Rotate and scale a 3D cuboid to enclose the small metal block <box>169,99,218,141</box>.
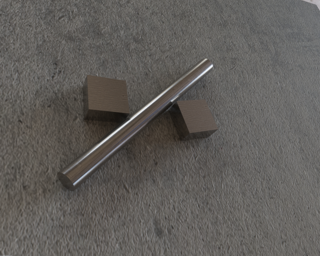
[{"bbox_3d":[0.047,-0.012,0.438,0.050,0.025,0.050,-7,65,-32],"label":"small metal block"}]

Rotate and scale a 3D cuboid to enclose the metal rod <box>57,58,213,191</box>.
[{"bbox_3d":[-0.011,-0.024,0.413,0.025,0.025,0.302,45,51,3],"label":"metal rod"}]

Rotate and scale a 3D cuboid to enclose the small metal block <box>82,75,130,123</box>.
[{"bbox_3d":[-0.069,-0.036,0.390,0.050,0.025,0.050,5,59,-26],"label":"small metal block"}]
